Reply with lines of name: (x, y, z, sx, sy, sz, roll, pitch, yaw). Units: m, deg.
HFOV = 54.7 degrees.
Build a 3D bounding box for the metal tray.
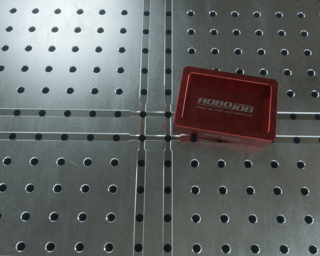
metal tray: (0.089, -0.029, 0.420, 0.131, 0.030, 0.090, 9, 70, 3)
